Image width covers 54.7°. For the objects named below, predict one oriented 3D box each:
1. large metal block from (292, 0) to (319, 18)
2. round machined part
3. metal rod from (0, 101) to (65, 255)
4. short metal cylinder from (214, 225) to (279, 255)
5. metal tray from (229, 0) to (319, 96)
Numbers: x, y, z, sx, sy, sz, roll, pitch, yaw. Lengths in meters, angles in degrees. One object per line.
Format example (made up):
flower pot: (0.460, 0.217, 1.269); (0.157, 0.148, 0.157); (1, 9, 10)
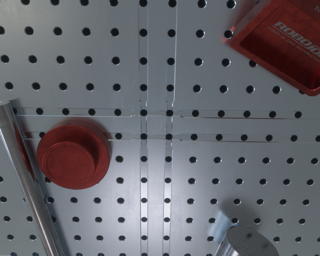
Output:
large metal block: (0.191, -0.173, 0.338); (0.080, 0.050, 0.080); (-16, 109, 6)
round machined part: (-0.117, 0.042, 0.419); (0.099, 0.042, 0.097); (0, 110, 0)
metal rod: (-0.181, 0.107, 0.450); (0.025, 0.025, 0.298); (-10, 110, 3)
short metal cylinder: (0.126, 0.191, 0.455); (0.080, 0.080, 0.050); (17, 109, -7)
metal tray: (0.157, -0.094, 0.347); (0.131, 0.090, 0.030); (28, 64, -10)
